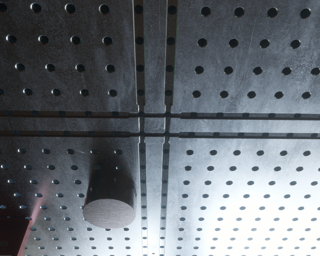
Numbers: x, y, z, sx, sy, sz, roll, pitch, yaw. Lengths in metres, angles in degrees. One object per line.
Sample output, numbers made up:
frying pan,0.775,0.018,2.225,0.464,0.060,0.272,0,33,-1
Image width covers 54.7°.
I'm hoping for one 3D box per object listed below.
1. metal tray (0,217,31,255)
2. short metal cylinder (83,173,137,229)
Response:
metal tray,-0.303,0.199,0.533,0.131,0.090,0.030,7,130,-6
short metal cylinder,-0.078,0.117,0.494,0.081,0.050,0.079,0,130,0
